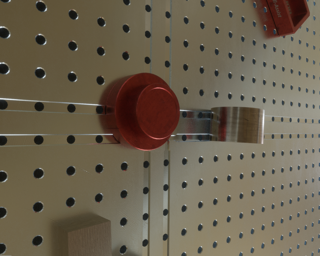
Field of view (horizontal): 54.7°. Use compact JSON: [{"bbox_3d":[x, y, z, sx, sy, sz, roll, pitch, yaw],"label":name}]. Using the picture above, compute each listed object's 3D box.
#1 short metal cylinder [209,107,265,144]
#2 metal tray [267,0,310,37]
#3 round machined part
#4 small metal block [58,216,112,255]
[{"bbox_3d":[0.117,-0.003,0.471,0.081,0.080,0.050,5,87,-40],"label":"short metal cylinder"},{"bbox_3d":[0.250,-0.261,0.614,0.090,0.030,0.130,-45,117,-30],"label":"metal tray"},{"bbox_3d":[-0.014,-0.020,0.387,0.099,0.042,0.097,0,90,-40],"label":"round machined part"},{"bbox_3d":[-0.082,0.130,0.341,0.050,0.025,0.050,-3,92,-40],"label":"small metal block"}]
